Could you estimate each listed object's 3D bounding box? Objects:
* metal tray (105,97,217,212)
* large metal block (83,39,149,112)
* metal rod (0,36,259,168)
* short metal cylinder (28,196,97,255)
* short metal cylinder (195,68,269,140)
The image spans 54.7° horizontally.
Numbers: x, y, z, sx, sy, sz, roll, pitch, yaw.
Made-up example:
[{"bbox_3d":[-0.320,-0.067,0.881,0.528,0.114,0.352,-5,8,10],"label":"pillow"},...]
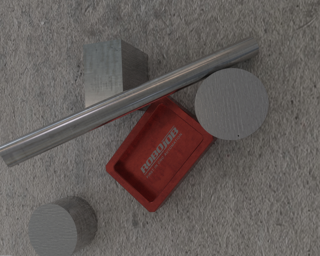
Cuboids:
[{"bbox_3d":[0.000,0.032,0.406,0.090,0.030,0.130,40,102,15],"label":"metal tray"},{"bbox_3d":[-0.053,-0.061,0.398,0.050,0.080,0.080,-3,89,20],"label":"large metal block"},{"bbox_3d":[-0.023,-0.035,0.343,0.302,0.025,0.025,-25,81,-11],"label":"metal rod"},{"bbox_3d":[-0.138,0.142,0.444,0.080,0.050,0.079,0,90,20],"label":"short metal cylinder"},{"bbox_3d":[0.086,-0.026,0.365,0.080,0.050,0.079,0,90,20],"label":"short metal cylinder"}]
